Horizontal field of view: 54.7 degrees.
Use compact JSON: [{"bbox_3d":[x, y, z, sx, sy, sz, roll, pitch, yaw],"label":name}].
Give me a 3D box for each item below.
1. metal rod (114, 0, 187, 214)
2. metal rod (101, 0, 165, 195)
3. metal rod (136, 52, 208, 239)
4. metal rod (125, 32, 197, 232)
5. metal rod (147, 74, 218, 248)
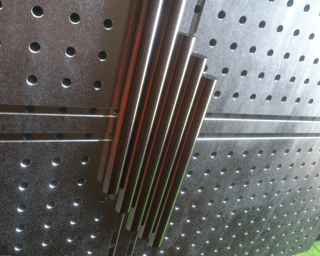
[{"bbox_3d":[-0.018,-0.014,0.393,0.025,0.025,0.298,1,118,-29],"label":"metal rod"},{"bbox_3d":[-0.032,-0.047,0.365,0.025,0.025,0.298,1,118,-29],"label":"metal rod"},{"bbox_3d":[0.010,0.041,0.443,0.025,0.025,0.298,1,118,-29],"label":"metal rod"},{"bbox_3d":[-0.006,0.021,0.422,0.025,0.025,0.298,1,118,-29],"label":"metal rod"},{"bbox_3d":[0.026,0.063,0.466,0.025,0.025,0.298,1,118,-29],"label":"metal rod"}]
